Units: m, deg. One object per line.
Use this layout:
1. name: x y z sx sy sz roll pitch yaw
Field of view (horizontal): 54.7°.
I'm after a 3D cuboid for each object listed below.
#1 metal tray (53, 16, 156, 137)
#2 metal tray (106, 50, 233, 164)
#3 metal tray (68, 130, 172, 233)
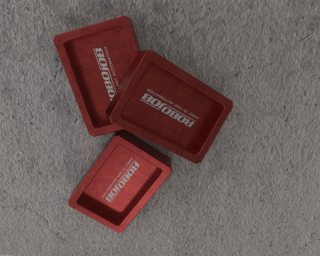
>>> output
1. metal tray: -0.062 -0.062 0.383 0.090 0.030 0.129 -15 110 5
2. metal tray: 0.014 -0.023 0.372 0.131 0.030 0.090 28 94 -24
3. metal tray: -0.056 0.076 0.434 0.090 0.030 0.129 34 106 -12
